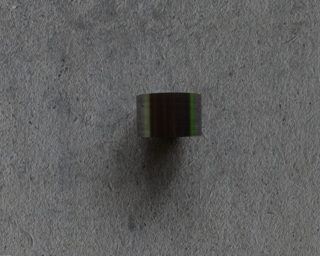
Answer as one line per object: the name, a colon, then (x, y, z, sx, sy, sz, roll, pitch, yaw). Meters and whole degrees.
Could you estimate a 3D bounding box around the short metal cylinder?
short metal cylinder: (0.011, -0.015, 0.384, 0.081, 0.080, 0.050, -1, 90, -1)
